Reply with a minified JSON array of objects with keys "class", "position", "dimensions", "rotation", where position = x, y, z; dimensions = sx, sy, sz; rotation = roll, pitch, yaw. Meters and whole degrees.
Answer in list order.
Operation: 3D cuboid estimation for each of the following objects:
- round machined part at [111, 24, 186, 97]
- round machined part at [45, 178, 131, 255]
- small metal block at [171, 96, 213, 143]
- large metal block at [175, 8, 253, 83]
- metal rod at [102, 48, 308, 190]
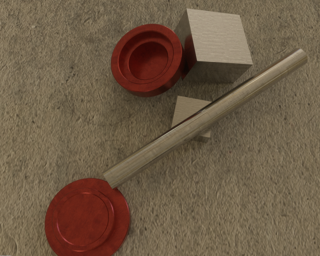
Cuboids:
[{"class":"round machined part","position":[-0.013,-0.087,0.421],"dimensions":[0.098,0.042,0.098],"rotation":[-5,74,17]},{"class":"round machined part","position":[-0.085,0.106,0.360],"dimensions":[0.099,0.042,0.098],"rotation":[0,70,0]},{"class":"small metal block","position":[0.043,-0.011,0.412],"dimensions":[0.050,0.025,0.050],"rotation":[11,70,4]},{"class":"large metal block","position":[0.070,-0.110,0.424],"dimensions":[0.081,0.050,0.080],"rotation":[-1,69,-19]},{"class":"metal rod","position":[0.064,-0.017,0.388],"dimensions":[0.301,0.025,0.025],"rotation":[-32,73,-12]}]
